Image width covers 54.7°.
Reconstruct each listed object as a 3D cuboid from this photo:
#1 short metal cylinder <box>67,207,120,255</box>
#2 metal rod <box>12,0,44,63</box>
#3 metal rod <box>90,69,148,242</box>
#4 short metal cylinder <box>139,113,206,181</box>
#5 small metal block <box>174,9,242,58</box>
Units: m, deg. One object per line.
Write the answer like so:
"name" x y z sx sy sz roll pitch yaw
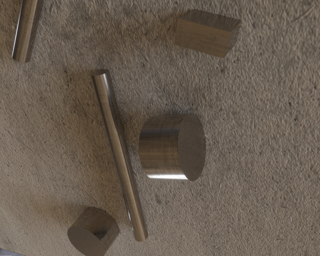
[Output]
"short metal cylinder" -0.123 0.195 0.576 0.080 0.050 0.079 13 124 21
"metal rod" -0.136 -0.198 0.355 0.025 0.025 0.298 37 129 3
"metal rod" -0.056 0.058 0.471 0.025 0.025 0.298 5 121 26
"short metal cylinder" 0.017 0.023 0.377 0.050 0.080 0.080 -3 117 30
"small metal block" 0.048 -0.095 0.307 0.050 0.050 0.025 20 126 16
